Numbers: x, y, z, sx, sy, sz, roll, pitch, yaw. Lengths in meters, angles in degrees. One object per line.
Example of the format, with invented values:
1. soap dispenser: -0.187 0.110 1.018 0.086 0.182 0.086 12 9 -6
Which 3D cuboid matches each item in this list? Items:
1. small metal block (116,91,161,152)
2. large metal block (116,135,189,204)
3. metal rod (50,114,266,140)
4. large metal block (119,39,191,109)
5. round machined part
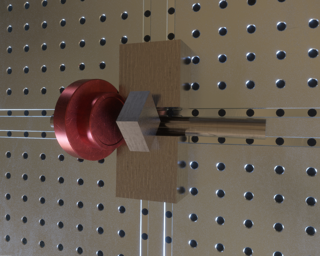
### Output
1. small metal block: -0.023 -0.008 0.361 0.025 0.050 0.050 1 46 20
2. large metal block: -0.009 0.049 0.403 0.080 0.050 0.079 1 91 20
3. metal rod: -0.016 -0.004 0.418 0.301 0.025 0.025 2 91 19
4. large metal block: -0.005 -0.065 0.401 0.080 0.050 0.079 1 90 20
5. round machined part: -0.072 -0.009 0.368 0.042 0.099 0.097 5 92 34
